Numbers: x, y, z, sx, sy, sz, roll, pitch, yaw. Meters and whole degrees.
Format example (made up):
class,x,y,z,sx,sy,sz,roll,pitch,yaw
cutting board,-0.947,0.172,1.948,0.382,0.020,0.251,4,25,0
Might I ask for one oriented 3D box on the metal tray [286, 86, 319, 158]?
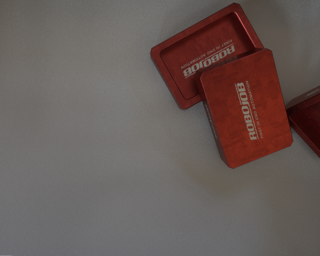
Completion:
class,x,y,z,sx,sy,sz,roll,pitch,yaw
metal tray,0.218,-0.013,0.360,0.030,0.130,0.090,-42,90,-24

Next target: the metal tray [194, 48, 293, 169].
class,x,y,z,sx,sy,sz,roll,pitch,yaw
metal tray,0.106,-0.024,0.389,0.090,0.030,0.129,-21,107,-3

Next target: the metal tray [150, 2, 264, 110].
class,x,y,z,sx,sy,sz,roll,pitch,yaw
metal tray,0.064,-0.092,0.409,0.130,0.030,0.090,-29,90,0
